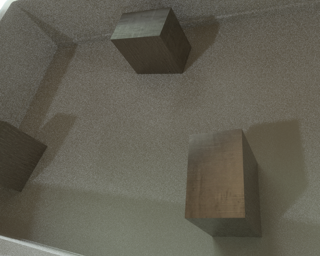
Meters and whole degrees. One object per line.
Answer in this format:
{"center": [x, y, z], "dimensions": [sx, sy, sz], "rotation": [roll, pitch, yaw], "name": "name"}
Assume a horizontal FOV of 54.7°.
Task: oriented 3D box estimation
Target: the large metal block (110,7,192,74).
{"center": [-0.011, -0.123, 0.452], "dimensions": [0.080, 0.080, 0.050], "rotation": [5, 65, 30], "name": "large metal block"}

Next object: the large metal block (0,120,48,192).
{"center": [-0.234, 0.041, 0.469], "dimensions": [0.050, 0.080, 0.080], "rotation": [12, 68, 33], "name": "large metal block"}

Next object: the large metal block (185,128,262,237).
{"center": [0.064, 0.057, 0.302], "dimensions": [0.050, 0.080, 0.080], "rotation": [-8, 58, 24], "name": "large metal block"}
